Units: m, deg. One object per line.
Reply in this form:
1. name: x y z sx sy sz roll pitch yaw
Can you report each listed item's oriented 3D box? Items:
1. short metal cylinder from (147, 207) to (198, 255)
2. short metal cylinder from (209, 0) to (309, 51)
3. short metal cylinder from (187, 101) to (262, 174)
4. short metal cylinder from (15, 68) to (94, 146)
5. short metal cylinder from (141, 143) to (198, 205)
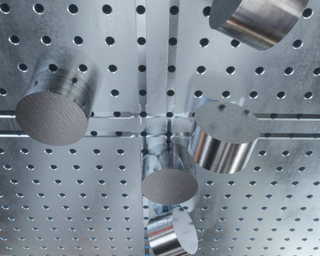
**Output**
1. short metal cylinder: 0.023 0.183 0.531 0.050 0.080 0.080 -28 125 22
2. short metal cylinder: 0.087 -0.117 0.277 0.050 0.080 0.079 19 127 -16
3. short metal cylinder: 0.078 0.010 0.385 0.081 0.080 0.050 5 130 -5
4. short metal cylinder: -0.124 -0.024 0.373 0.081 0.050 0.079 0 130 0
5. short metal cylinder: 0.013 0.068 0.453 0.081 0.050 0.079 0 130 0
